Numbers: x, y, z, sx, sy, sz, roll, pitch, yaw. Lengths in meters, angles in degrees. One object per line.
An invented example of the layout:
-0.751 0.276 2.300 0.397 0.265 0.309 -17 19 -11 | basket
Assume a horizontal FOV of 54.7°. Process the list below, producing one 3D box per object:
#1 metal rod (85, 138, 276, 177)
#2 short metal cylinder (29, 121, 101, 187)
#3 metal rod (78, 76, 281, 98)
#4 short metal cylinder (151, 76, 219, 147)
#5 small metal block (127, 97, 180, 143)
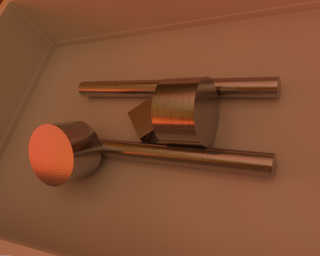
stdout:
-0.014 0.031 0.390 0.300 0.025 0.025 3 63 29 | metal rod
-0.125 0.032 0.410 0.080 0.050 0.079 4 98 29 | short metal cylinder
0.007 -0.055 0.432 0.300 0.025 0.025 3 64 29 | metal rod
0.032 -0.019 0.363 0.050 0.080 0.080 2 63 29 | short metal cylinder
-0.009 -0.011 0.414 0.050 0.025 0.050 -33 52 6 | small metal block
